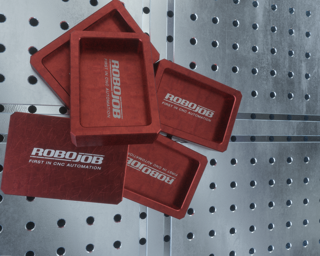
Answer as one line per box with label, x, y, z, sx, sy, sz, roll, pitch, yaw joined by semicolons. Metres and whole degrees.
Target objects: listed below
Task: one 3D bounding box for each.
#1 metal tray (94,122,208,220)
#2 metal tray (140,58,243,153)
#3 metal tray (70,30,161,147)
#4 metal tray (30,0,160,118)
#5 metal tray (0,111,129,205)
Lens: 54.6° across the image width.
metal tray;-0.012;0.053;0.404;0.131;0.030;0.090;27;82;-18
metal tray;0.041;-0.028;0.423;0.131;0.030;0.090;19;84;-19
metal tray;-0.052;-0.046;0.345;0.091;0.030;0.130;-2;67;-13
metal tray;-0.077;-0.083;0.380;0.130;0.030;0.090;-41;102;-15
metal tray;-0.103;0.034;0.354;0.131;0.030;0.090;7;88;-6
